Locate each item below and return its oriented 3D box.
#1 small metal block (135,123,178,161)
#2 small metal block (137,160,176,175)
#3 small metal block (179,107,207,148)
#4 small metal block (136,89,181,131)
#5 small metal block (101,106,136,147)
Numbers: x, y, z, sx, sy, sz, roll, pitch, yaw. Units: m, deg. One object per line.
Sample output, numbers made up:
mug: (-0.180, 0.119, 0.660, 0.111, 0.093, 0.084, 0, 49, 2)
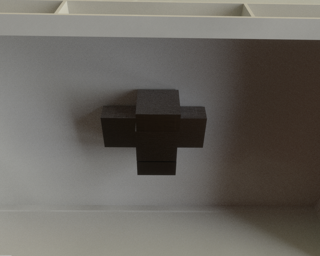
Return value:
small metal block: (-0.004, 0.015, 0.385, 0.050, 0.025, 0.050, 0, 130, -1)
small metal block: (-0.004, 0.037, 0.420, 0.050, 0.050, 0.025, 0, 130, -1)
small metal block: (0.032, -0.001, 0.406, 0.050, 0.025, 0.050, 0, 130, -1)
small metal block: (-0.002, -0.022, 0.371, 0.050, 0.050, 0.025, 0, 130, -1)
small metal block: (-0.048, -0.001, 0.405, 0.050, 0.025, 0.050, 0, 130, -1)
